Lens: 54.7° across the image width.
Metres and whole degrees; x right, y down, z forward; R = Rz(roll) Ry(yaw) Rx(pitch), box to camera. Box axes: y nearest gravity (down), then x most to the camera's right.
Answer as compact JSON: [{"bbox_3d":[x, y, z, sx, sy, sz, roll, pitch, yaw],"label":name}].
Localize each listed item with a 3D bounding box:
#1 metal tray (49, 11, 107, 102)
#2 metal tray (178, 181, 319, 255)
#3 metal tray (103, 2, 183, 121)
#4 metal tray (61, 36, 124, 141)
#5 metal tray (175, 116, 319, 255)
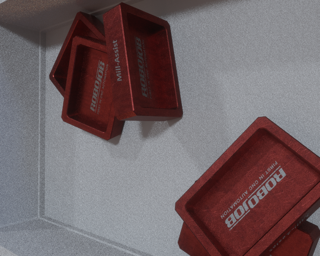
[{"bbox_3d":[-0.124,-0.106,0.499,0.090,0.030,0.129,48,118,26],"label":"metal tray"},{"bbox_3d":[0.087,0.118,0.330,0.130,0.030,0.089,23,104,37],"label":"metal tray"},{"bbox_3d":[-0.019,-0.075,0.377,0.030,0.091,0.129,-13,82,39],"label":"metal tray"},{"bbox_3d":[-0.090,-0.058,0.448,0.090,0.030,0.129,22,111,18],"label":"metal tray"},{"bbox_3d":[0.088,0.064,0.295,0.130,0.030,0.090,-47,53,6],"label":"metal tray"}]
